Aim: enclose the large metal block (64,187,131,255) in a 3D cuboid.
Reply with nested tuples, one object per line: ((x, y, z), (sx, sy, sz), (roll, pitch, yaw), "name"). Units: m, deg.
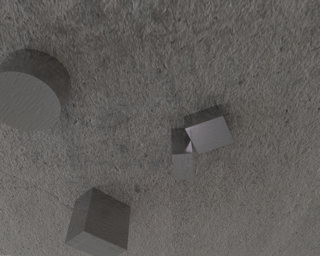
((-0.097, 0.156, 0.503), (0.080, 0.080, 0.050), (36, 121, -27), "large metal block")

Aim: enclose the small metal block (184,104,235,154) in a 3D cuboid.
((0.065, 0.002, 0.410), (0.050, 0.025, 0.050), (-20, 128, 15), "small metal block")

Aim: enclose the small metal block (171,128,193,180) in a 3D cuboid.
((0.030, 0.035, 0.421), (0.025, 0.050, 0.050), (-4, 130, 3), "small metal block")

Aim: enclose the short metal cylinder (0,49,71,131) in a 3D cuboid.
((-0.148, -0.042, 0.353), (0.081, 0.050, 0.079), (0, 130, 0), "short metal cylinder")
